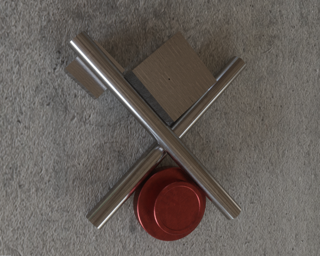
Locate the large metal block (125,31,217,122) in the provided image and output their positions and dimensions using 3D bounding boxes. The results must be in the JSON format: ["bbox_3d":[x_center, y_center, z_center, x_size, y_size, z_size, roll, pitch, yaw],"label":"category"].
[{"bbox_3d":[0.012,-0.064,0.403,0.080,0.050,0.080,-44,104,-15],"label":"large metal block"}]

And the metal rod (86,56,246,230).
[{"bbox_3d":[0.017,0.010,0.419,0.025,0.025,0.301,47,75,-15],"label":"metal rod"}]

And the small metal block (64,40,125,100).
[{"bbox_3d":[-0.081,-0.071,0.382,0.050,0.025,0.050,45,76,-15],"label":"small metal block"}]

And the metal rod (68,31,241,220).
[{"bbox_3d":[0.003,0.007,0.385,0.025,0.025,0.300,-46,105,-14],"label":"metal rod"}]

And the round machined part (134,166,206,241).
[{"bbox_3d":[0.018,0.101,0.409,0.099,0.042,0.097,0,90,-21],"label":"round machined part"}]
